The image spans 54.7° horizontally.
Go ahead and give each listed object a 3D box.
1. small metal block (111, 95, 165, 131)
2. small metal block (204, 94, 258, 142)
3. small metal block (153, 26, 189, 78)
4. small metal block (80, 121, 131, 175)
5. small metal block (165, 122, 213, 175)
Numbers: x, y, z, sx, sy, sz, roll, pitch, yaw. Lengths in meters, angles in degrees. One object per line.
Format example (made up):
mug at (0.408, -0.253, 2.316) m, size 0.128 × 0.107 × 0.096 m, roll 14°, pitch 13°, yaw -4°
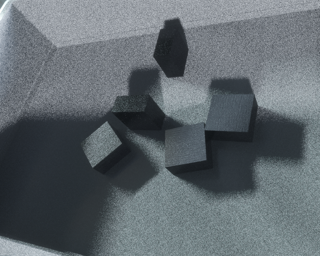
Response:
small metal block at (-0.028, -0.020, 0.417) m, size 0.050 × 0.050 × 0.025 m, roll 1°, pitch 63°, yaw 29°
small metal block at (0.085, -0.012, 0.368) m, size 0.050 × 0.025 × 0.050 m, roll 3°, pitch 62°, yaw 29°
small metal block at (0.017, -0.108, 0.447) m, size 0.025 × 0.050 × 0.050 m, roll -2°, pitch 61°, yaw 27°
small metal block at (-0.076, 0.027, 0.429) m, size 0.050 × 0.025 × 0.050 m, roll -40°, pitch 51°, yaw 1°
small metal block at (0.034, 0.025, 0.373) m, size 0.050 × 0.025 × 0.050 m, roll -13°, pitch 56°, yaw 21°
